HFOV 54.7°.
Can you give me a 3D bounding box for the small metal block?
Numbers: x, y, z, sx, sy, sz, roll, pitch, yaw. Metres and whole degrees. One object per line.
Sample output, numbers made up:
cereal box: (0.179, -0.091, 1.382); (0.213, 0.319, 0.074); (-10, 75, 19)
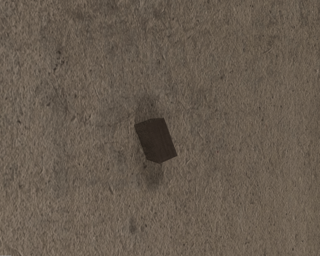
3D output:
small metal block: (-0.007, 0.015, 0.394); (0.025, 0.050, 0.050); (-22, 98, -19)
